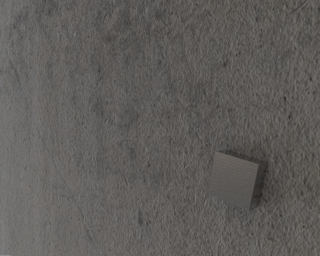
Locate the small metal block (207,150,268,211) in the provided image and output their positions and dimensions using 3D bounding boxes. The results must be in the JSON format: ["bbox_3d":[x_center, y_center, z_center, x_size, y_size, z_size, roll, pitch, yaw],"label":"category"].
[{"bbox_3d":[0.084,0.055,0.337,0.050,0.025,0.050,16,100,39],"label":"small metal block"}]
